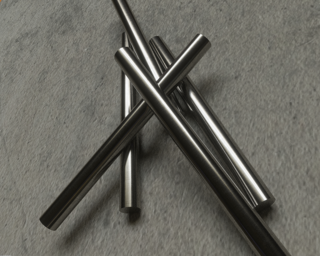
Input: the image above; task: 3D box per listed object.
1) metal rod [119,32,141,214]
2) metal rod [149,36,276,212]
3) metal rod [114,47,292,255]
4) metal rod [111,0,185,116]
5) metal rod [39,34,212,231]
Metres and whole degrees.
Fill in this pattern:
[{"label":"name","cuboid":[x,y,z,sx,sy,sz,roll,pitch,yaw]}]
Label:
[{"label":"metal rod","cuboid":[-0.044,-0.029,0.443,0.025,0.025,0.299,-17,55,18]},{"label":"metal rod","cuboid":[0.048,-0.029,0.395,0.025,0.025,0.300,-33,52,7]},{"label":"metal rod","cuboid":[0.032,0.016,0.333,0.025,0.025,0.299,-37,65,3]},{"label":"metal rod","cuboid":[-0.031,-0.131,0.478,0.025,0.025,0.299,-29,58,9]},{"label":"metal rod","cuboid":[-0.039,0.001,0.388,0.025,0.025,0.300,36,83,38]}]
